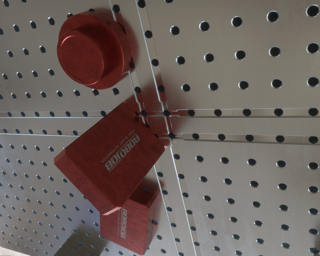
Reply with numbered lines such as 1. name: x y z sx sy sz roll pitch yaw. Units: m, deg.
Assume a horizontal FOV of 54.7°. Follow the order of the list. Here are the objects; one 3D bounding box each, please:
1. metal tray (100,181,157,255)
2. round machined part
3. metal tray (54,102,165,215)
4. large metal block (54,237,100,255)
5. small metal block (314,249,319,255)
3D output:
1. metal tray: -0.058 0.153 0.533 0.090 0.030 0.129 18 126 17
2. round machined part: -0.089 -0.093 0.390 0.098 0.042 0.097 13 124 21
3. metal tray: -0.056 0.033 0.393 0.090 0.131 0.030 49 129 -6
4. large metal block: -0.184 0.301 0.678 0.080 0.050 0.079 25 127 13
5. small metal block: 0.221 0.173 0.386 0.025 0.050 0.050 40 129 1
